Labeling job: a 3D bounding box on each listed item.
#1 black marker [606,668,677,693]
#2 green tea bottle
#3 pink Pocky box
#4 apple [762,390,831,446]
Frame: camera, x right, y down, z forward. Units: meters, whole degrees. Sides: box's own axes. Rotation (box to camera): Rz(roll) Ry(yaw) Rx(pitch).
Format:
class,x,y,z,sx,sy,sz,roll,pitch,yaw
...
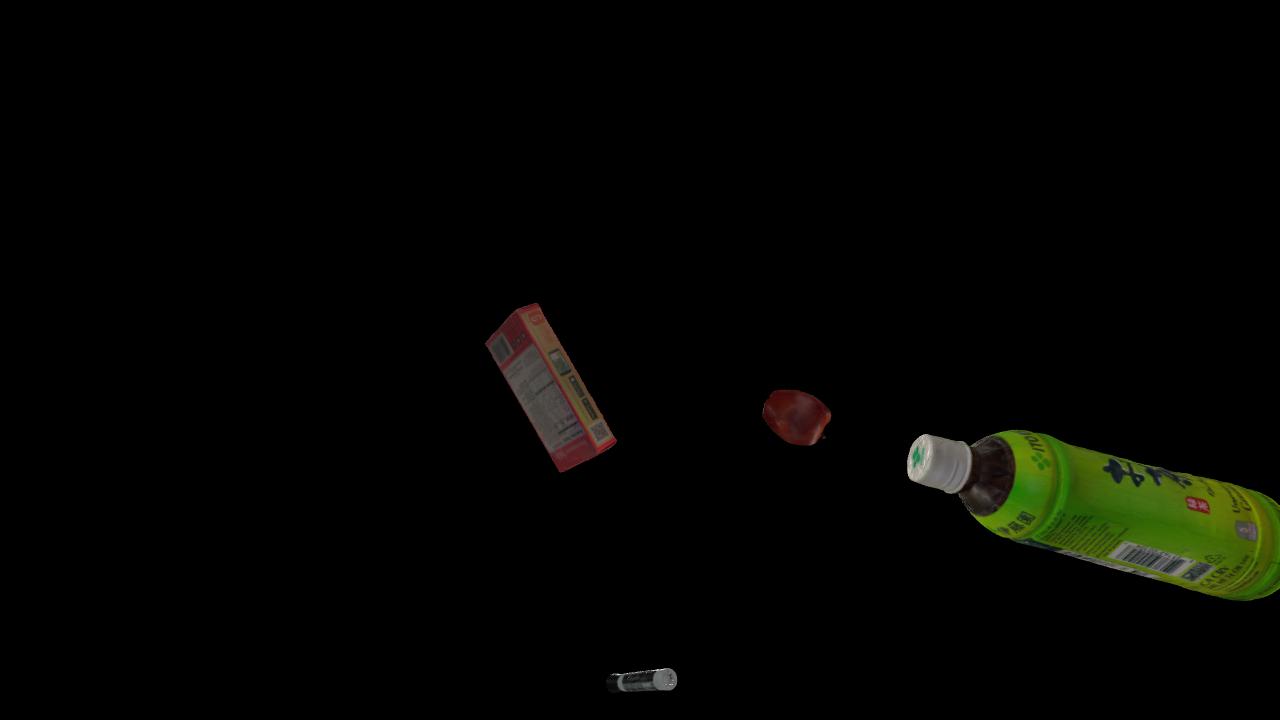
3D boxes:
class,x,y,z,sx,sy,sz,roll,pitch,yaw
black marker,-0.002,0.327,0.625,0.020,0.020,0.121,0,-26,-33
green tea bottle,0.271,0.087,0.375,0.212,0.073,0.073,15,-1,-3
pink Pocky box,-0.089,0.030,0.599,0.029,0.155,0.084,-28,-4,-40
apple,0.218,0.080,0.854,0.093,0.079,0.079,33,14,24
